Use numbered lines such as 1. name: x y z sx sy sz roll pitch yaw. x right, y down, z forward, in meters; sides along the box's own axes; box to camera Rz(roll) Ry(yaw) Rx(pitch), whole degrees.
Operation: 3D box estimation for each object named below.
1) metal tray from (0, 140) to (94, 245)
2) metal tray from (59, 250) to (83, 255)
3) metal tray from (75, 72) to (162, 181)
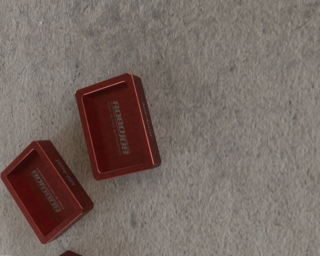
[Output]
1. metal tray: -0.171 0.094 0.464 0.090 0.030 0.130 -42 77 15
2. metal tray: -0.119 0.256 0.447 0.090 0.030 0.129 13 94 19
3. metal tray: -0.058 0.000 0.425 0.090 0.030 0.129 -15 85 19
